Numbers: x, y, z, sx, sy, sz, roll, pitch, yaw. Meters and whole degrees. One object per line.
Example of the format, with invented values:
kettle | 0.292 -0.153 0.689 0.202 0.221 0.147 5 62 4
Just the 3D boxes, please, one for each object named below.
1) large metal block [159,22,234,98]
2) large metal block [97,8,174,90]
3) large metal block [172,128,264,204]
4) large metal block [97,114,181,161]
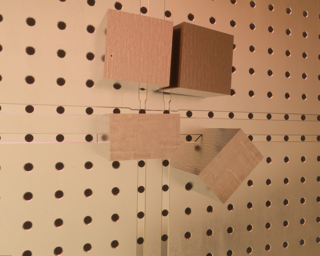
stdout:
large metal block | 0.048 -0.086 0.412 0.081 0.050 0.079 4 89 -30
large metal block | -0.032 -0.094 0.388 0.081 0.050 0.080 4 89 -20
large metal block | 0.074 0.046 0.412 0.080 0.080 0.050 -45 105 -15
large metal block | -0.029 0.009 0.374 0.081 0.080 0.050 -1 91 -20
